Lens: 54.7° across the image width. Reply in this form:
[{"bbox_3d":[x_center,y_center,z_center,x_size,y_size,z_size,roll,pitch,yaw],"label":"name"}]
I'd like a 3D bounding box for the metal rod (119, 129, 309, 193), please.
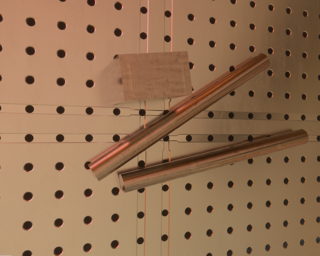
[{"bbox_3d":[0.091,0.042,0.447,0.303,0.025,0.025,-12,94,-20],"label":"metal rod"}]

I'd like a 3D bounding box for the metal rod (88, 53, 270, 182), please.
[{"bbox_3d":[0.038,-0.023,0.427,0.302,0.025,0.025,-33,101,-17],"label":"metal rod"}]

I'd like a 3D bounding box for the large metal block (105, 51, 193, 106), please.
[{"bbox_3d":[-0.017,-0.058,0.378,0.081,0.080,0.050,-8,93,-20],"label":"large metal block"}]
